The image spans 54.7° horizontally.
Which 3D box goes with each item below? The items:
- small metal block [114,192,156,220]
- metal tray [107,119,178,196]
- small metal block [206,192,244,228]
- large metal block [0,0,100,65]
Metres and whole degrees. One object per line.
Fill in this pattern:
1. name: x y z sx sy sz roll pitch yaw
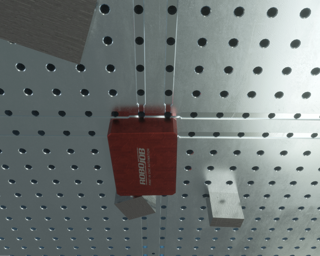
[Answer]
1. small metal block: -0.040 0.124 0.517 0.050 0.025 0.050 -20 128 15
2. metal tray: -0.022 0.046 0.447 0.091 0.030 0.129 -1 130 0
3. small metal block: 0.106 0.135 0.512 0.050 0.050 0.025 4 130 -4
4. large metal block: -0.102 -0.118 0.293 0.081 0.050 0.079 17 128 -15
